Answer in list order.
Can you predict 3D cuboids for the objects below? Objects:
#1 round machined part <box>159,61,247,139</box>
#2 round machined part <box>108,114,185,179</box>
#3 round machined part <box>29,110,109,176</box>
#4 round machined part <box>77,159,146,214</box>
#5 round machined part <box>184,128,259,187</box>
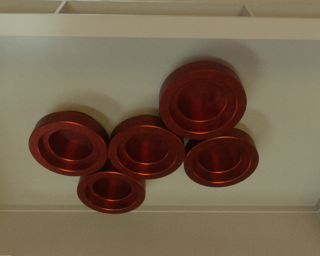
[{"bbox_3d":[0.048,-0.036,0.364,0.099,0.042,0.097,0,130,0],"label":"round machined part"},{"bbox_3d":[-0.017,0.021,0.411,0.099,0.042,0.097,0,130,0],"label":"round machined part"},{"bbox_3d":[-0.115,0.016,0.407,0.099,0.042,0.097,0,130,0],"label":"round machined part"},{"bbox_3d":[-0.070,0.083,0.464,0.099,0.042,0.097,0,130,0],"label":"round machined part"},{"bbox_3d":[0.081,0.034,0.424,0.099,0.042,0.097,0,130,0],"label":"round machined part"}]
